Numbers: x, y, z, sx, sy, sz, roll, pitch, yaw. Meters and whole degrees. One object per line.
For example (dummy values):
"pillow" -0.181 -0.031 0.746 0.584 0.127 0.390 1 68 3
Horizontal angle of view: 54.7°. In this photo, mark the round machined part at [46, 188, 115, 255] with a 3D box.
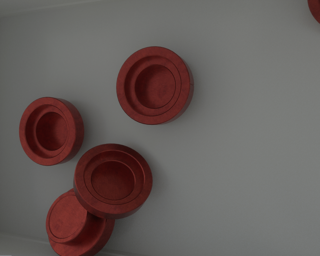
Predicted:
"round machined part" -0.114 0.124 0.420 0.098 0.042 0.098 -13 58 21

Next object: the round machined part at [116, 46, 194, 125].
"round machined part" -0.003 -0.053 0.403 0.098 0.042 0.097 0 90 20

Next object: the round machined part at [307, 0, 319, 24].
"round machined part" 0.205 -0.142 0.307 0.098 0.098 0.042 23 67 18

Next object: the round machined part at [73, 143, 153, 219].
"round machined part" -0.062 0.072 0.404 0.098 0.099 0.042 44 142 14

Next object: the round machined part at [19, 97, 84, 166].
"round machined part" -0.153 0.005 0.456 0.098 0.042 0.097 0 90 20
